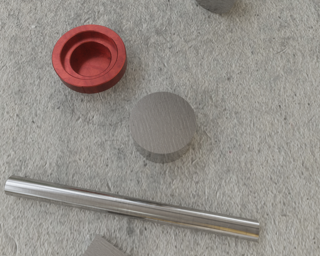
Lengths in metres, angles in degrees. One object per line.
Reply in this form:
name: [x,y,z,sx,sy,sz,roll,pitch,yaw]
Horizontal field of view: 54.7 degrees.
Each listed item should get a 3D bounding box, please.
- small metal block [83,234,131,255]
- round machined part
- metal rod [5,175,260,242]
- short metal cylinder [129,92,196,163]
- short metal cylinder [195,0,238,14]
small metal block: [-0.064,0.157,0.350,0.050,0.025,0.050,31,73,10]
round machined part: [-0.095,-0.091,0.432,0.099,0.042,0.098,0,70,0]
metal rod: [-0.035,0.096,0.372,0.302,0.025,0.025,10,70,3]
short metal cylinder: [0.003,0.001,0.395,0.081,0.050,0.080,0,70,0]
short metal cylinder: [0.089,-0.220,0.460,0.080,0.080,0.050,35,74,11]
